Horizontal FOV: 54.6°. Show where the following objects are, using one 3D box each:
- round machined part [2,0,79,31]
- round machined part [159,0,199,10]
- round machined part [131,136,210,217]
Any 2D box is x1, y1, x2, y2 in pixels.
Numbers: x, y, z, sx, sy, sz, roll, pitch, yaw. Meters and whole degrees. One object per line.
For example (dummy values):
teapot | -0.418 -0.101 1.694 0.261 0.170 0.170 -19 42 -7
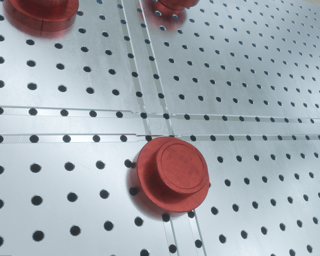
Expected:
round machined part | -0.160 -0.183 0.423 0.099 0.042 0.098 13 56 -21
round machined part | 0.029 -0.257 0.569 0.099 0.042 0.098 13 56 -21
round machined part | 0.018 0.053 0.374 0.099 0.042 0.098 13 56 -21
